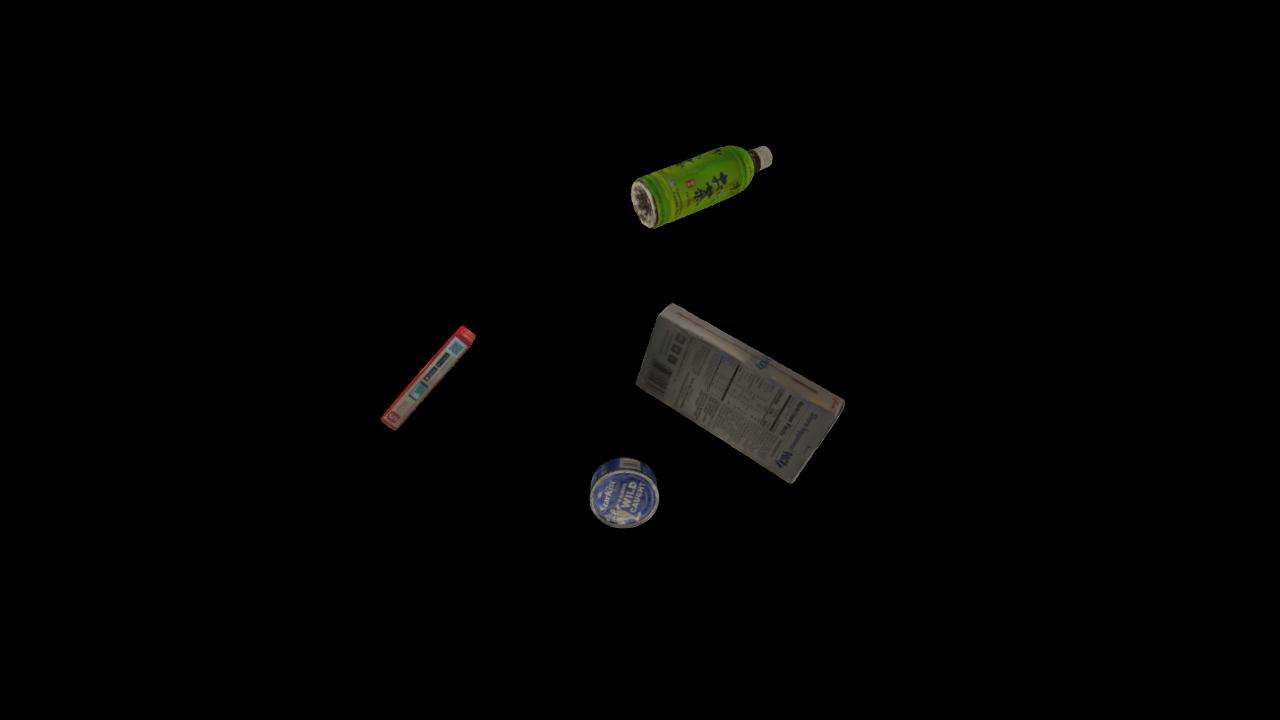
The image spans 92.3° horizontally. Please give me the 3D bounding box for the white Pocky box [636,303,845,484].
[{"bbox_3d":[0.073,0.026,0.488,0.154,0.084,0.028,31,42,15],"label":"white Pocky box"}]

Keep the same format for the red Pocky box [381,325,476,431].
[{"bbox_3d":[-0.285,0.021,0.836,0.028,0.155,0.083,41,0,-14],"label":"red Pocky box"}]

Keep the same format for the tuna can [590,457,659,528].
[{"bbox_3d":[-0.019,0.161,0.751,0.084,0.084,0.034,0,23,-4],"label":"tuna can"}]

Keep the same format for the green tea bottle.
[{"bbox_3d":[0.091,-0.248,0.847,0.212,0.073,0.073,-27,10,-21],"label":"green tea bottle"}]
